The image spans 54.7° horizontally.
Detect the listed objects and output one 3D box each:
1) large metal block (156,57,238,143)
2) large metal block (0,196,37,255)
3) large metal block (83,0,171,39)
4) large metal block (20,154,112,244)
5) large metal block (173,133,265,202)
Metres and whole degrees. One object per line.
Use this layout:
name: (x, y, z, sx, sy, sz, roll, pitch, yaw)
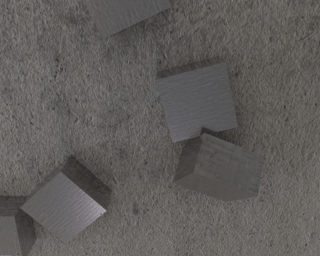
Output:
large metal block: (0.044, -0.036, 0.383, 0.080, 0.050, 0.080, -14, 110, 5)
large metal block: (-0.234, 0.146, 0.448, 0.081, 0.050, 0.079, 0, 110, 0)
large metal block: (-0.041, -0.154, 0.339, 0.080, 0.050, 0.080, -23, 109, 8)
large metal block: (-0.127, 0.099, 0.432, 0.080, 0.050, 0.080, -41, 105, 13)
large metal block: (0.072, 0.054, 0.394, 0.080, 0.080, 0.050, 21, 68, -8)
